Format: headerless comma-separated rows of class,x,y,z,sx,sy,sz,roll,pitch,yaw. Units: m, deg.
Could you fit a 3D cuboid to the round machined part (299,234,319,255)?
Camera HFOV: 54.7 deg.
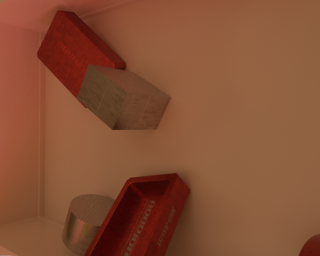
round machined part,0.150,0.129,0.230,0.042,0.099,0.098,-31,70,53

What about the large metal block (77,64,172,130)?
large metal block,-0.047,-0.040,0.408,0.080,0.081,0.050,38,113,33

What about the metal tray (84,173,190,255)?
metal tray,-0.027,0.115,0.368,0.090,0.130,0.030,-13,125,39

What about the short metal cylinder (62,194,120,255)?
short metal cylinder,-0.095,0.138,0.447,0.080,0.081,0.050,29,108,36

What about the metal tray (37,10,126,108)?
metal tray,-0.125,-0.106,0.481,0.130,0.030,0.090,45,118,11
